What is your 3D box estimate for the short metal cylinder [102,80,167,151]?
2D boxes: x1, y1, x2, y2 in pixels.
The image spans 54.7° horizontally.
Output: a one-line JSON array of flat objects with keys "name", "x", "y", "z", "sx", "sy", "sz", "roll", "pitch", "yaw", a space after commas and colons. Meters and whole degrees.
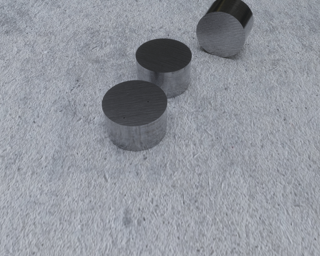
[{"name": "short metal cylinder", "x": -0.031, "y": -0.017, "z": 0.401, "sx": 0.080, "sy": 0.050, "sz": 0.080, "roll": 0, "pitch": 50, "yaw": 0}]

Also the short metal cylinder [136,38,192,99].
[{"name": "short metal cylinder", "x": 0.005, "y": -0.089, "z": 0.462, "sx": 0.080, "sy": 0.050, "sz": 0.080, "roll": 0, "pitch": 50, "yaw": 0}]

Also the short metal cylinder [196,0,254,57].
[{"name": "short metal cylinder", "x": 0.106, "y": -0.164, "z": 0.506, "sx": 0.080, "sy": 0.080, "sz": 0.050, "roll": 20, "pitch": 53, "yaw": 16}]
